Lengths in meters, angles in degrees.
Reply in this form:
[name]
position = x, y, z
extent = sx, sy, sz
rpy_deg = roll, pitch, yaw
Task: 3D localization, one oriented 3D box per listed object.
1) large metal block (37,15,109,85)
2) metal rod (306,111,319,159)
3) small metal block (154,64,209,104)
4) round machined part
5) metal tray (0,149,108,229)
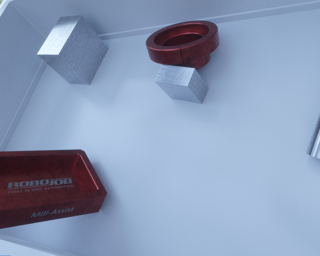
[large metal block]
position = -0.143, -0.129, 0.523
extent = 0.050, 0.080, 0.080
rpy_deg = 9, 66, 31
[metal rod]
position = 0.196, -0.114, 0.286
extent = 0.025, 0.025, 0.298
rpy_deg = 21, 101, 35
[small metal block]
position = 0.029, -0.057, 0.407
extent = 0.050, 0.050, 0.025
rpy_deg = 14, 76, 33
[round machined part]
position = 0.033, -0.110, 0.429
extent = 0.098, 0.042, 0.098
rpy_deg = -10, 35, 8
[metal tray]
position = -0.141, 0.067, 0.373
extent = 0.090, 0.131, 0.030
rpy_deg = 50, 125, 39
